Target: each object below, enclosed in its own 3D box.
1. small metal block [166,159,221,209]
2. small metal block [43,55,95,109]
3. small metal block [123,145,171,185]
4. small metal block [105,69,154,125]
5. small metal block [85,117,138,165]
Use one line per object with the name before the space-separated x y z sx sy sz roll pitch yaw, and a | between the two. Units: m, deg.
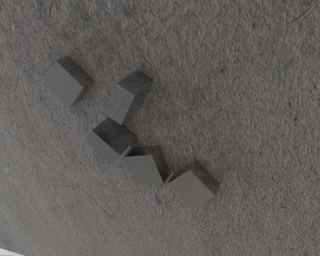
small metal block | 0.046 0.079 0.431 0.050 0.025 0.050 46 129 -4
small metal block | -0.128 -0.064 0.435 0.050 0.025 0.050 45 129 -3
small metal block | -0.019 0.055 0.451 0.050 0.025 0.050 -8 115 31
small metal block | -0.038 -0.039 0.387 0.025 0.050 0.050 34 129 6
small metal block | -0.067 0.015 0.435 0.050 0.050 0.025 42 129 -1
